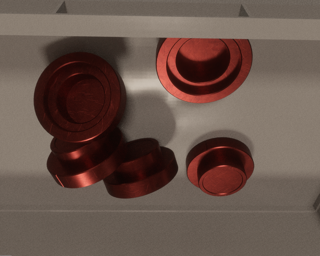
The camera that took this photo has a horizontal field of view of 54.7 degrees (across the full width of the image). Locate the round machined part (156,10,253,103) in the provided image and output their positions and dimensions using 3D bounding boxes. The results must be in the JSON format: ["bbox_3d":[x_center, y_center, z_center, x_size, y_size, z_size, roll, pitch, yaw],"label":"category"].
[{"bbox_3d":[0.045,-0.078,0.332,0.099,0.042,0.097,-1,130,0],"label":"round machined part"}]

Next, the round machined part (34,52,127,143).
[{"bbox_3d":[-0.085,-0.031,0.347,0.098,0.097,0.042,-11,172,8],"label":"round machined part"}]

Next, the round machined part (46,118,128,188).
[{"bbox_3d":[-0.093,0.024,0.380,0.098,0.098,0.042,-13,123,10],"label":"round machined part"}]

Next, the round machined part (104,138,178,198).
[{"bbox_3d":[-0.029,0.046,0.405,0.098,0.098,0.042,-13,109,11],"label":"round machined part"}]

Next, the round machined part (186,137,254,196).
[{"bbox_3d":[0.088,0.063,0.453,0.099,0.042,0.097,-1,130,0],"label":"round machined part"}]
